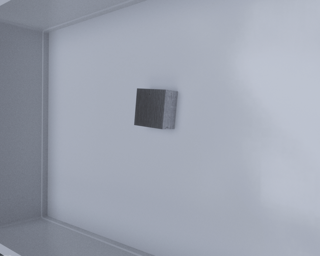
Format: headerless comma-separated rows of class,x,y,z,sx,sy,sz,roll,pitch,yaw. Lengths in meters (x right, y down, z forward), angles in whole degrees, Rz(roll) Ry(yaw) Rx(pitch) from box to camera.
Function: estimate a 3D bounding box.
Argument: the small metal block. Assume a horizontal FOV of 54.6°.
small metal block,-0.006,-0.026,0.413,0.050,0.025,0.050,8,95,39
